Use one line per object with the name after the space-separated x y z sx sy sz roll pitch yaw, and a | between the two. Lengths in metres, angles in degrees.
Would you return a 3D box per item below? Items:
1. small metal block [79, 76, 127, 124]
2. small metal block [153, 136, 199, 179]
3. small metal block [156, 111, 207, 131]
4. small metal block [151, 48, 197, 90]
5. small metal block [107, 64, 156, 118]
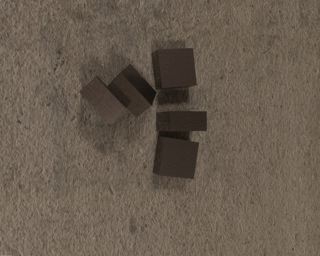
-0.067 -0.035 0.369 0.025 0.050 0.050 -43 104 0 | small metal block
0.021 0.040 0.418 0.050 0.025 0.050 10 87 -20 | small metal block
0.027 -0.009 0.407 0.050 0.050 0.025 -1 91 -20 | small metal block
0.019 -0.079 0.417 0.050 0.025 0.050 -7 93 -20 | small metal block
-0.033 -0.047 0.382 0.025 0.050 0.050 -38 105 20 | small metal block
